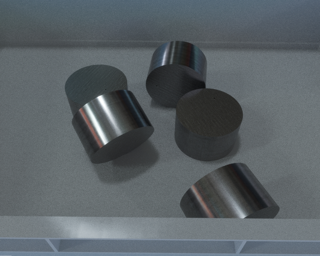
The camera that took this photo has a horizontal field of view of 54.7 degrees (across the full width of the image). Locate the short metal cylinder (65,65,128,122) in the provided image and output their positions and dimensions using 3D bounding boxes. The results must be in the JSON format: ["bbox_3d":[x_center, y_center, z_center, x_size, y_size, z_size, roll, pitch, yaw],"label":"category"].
[{"bbox_3d":[-0.083,-0.042,0.423,0.081,0.050,0.080,0,50,0],"label":"short metal cylinder"}]

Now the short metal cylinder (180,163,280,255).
[{"bbox_3d":[0.067,0.079,0.304,0.081,0.080,0.050,-20,53,-16],"label":"short metal cylinder"}]

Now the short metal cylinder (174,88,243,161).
[{"bbox_3d":[0.060,-0.005,0.394,0.081,0.050,0.080,0,50,0],"label":"short metal cylinder"}]

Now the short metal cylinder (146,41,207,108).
[{"bbox_3d":[0.024,-0.073,0.431,0.080,0.080,0.050,6,50,4],"label":"short metal cylinder"}]

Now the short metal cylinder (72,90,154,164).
[{"bbox_3d":[-0.054,0.000,0.361,0.081,0.080,0.050,-25,74,-20],"label":"short metal cylinder"}]
